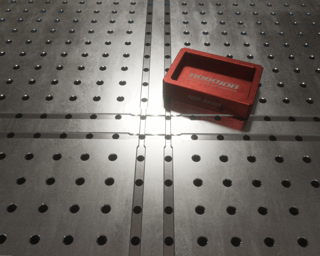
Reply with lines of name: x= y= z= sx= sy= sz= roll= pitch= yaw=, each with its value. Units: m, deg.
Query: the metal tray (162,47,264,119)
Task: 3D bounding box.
metal tray: x=0.079 y=-0.071 z=0.464 sx=0.130 sy=0.030 sz=0.090 roll=17 pitch=52 yaw=13
